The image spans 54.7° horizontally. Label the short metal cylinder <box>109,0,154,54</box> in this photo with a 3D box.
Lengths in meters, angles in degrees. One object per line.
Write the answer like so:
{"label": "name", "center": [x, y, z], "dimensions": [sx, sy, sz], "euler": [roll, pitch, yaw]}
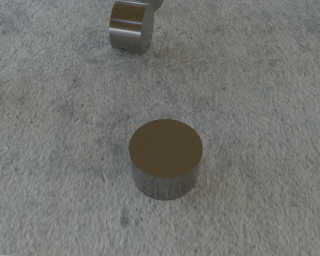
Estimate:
{"label": "short metal cylinder", "center": [-0.044, -0.165, 0.506], "dimensions": [0.050, 0.080, 0.080], "euler": [11, 51, 9]}

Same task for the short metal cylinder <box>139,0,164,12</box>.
{"label": "short metal cylinder", "center": [-0.029, -0.269, 0.593], "dimensions": [0.050, 0.080, 0.080], "euler": [31, 57, 23]}

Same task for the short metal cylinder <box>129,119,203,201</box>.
{"label": "short metal cylinder", "center": [0.006, 0.036, 0.357], "dimensions": [0.081, 0.050, 0.080], "euler": [0, 50, 0]}
